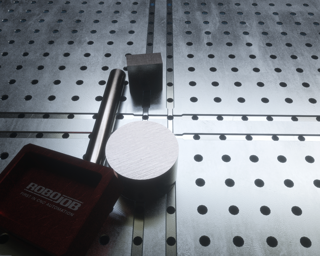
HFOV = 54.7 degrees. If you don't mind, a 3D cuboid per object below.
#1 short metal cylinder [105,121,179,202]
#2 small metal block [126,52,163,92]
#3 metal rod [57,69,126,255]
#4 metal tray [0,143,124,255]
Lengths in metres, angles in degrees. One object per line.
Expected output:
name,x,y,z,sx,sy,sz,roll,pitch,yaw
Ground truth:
short metal cylinder,-0.019,0.038,0.359,0.081,0.050,0.080,0,50,0
small metal block,-0.022,-0.082,0.460,0.050,0.050,0.025,-6,51,-5
metal rod,-0.078,0.033,0.379,0.025,0.025,0.300,4,50,3
metal tray,-0.114,0.071,0.318,0.130,0.030,0.090,12,55,28
